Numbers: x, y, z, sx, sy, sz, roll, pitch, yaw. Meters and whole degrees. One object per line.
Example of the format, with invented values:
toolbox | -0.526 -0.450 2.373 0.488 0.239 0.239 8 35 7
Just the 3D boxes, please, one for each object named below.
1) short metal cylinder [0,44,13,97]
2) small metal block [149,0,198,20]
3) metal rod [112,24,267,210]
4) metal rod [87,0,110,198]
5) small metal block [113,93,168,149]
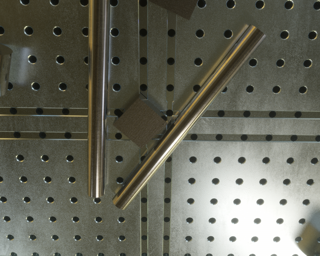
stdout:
short metal cylinder | -0.217 -0.072 0.355 0.080 0.080 0.050 16 109 -6
small metal block | 0.021 -0.159 0.355 0.050 0.025 0.050 23 108 -9
metal rod | 0.029 -0.003 0.412 0.025 0.025 0.299 34 106 -12
metal rod | -0.079 -0.046 0.395 0.025 0.025 0.298 5 110 -2
small metal block | -0.025 -0.009 0.410 0.050 0.025 0.050 42 105 -14
